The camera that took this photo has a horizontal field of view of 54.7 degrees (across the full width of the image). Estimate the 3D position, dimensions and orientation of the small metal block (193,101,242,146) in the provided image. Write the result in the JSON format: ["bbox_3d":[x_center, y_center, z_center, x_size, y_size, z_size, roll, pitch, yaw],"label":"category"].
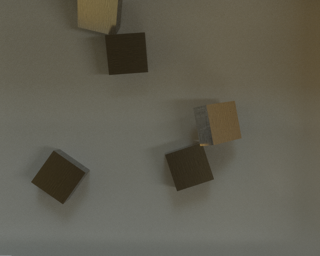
[{"bbox_3d":[0.075,-0.006,0.400,0.050,0.025,0.050,-10,90,-33],"label":"small metal block"}]

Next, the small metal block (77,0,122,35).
[{"bbox_3d":[-0.077,-0.152,0.397,0.050,0.025,0.050,13,134,0],"label":"small metal block"}]

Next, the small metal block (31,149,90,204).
[{"bbox_3d":[-0.131,0.063,0.410,0.050,0.025,0.050,35,90,0],"label":"small metal block"}]

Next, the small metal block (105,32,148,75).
[{"bbox_3d":[-0.043,-0.097,0.406,0.050,0.025,0.050,-4,101,0],"label":"small metal block"}]

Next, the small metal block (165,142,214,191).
[{"bbox_3d":[0.038,0.050,0.412,0.050,0.025,0.050,-18,90,0],"label":"small metal block"}]
